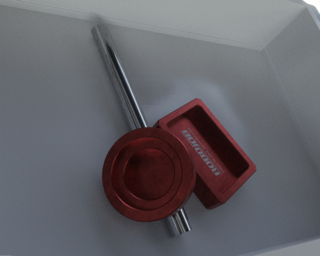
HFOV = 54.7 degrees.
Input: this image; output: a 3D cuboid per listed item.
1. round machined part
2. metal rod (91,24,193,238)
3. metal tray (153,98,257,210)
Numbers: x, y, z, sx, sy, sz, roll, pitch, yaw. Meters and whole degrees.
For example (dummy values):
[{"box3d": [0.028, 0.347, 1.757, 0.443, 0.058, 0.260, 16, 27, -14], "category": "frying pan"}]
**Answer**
[{"box3d": [-0.009, 0.051, 0.338, 0.098, 0.042, 0.098, -4, 75, 14], "category": "round machined part"}, {"box3d": [-0.031, -0.011, 0.397, 0.025, 0.025, 0.299, -10, 67, -33], "category": "metal rod"}, {"box3d": [0.059, 0.031, 0.417, 0.091, 0.030, 0.130, -32, 80, -38], "category": "metal tray"}]
